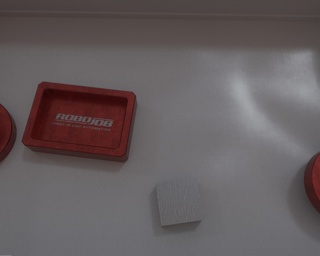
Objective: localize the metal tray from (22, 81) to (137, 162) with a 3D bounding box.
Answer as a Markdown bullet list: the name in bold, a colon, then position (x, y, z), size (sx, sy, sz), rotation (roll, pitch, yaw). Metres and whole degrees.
- **metal tray**: position (-0.102, -0.008, 0.408), size (0.131, 0.030, 0.090), rotation (7, 70, 2)

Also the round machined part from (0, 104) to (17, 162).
- **round machined part**: position (-0.239, 0.003, 0.390), size (0.099, 0.042, 0.098), rotation (3, 70, -8)

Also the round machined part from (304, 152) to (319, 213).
- **round machined part**: position (0.225, 0.071, 0.378), size (0.099, 0.042, 0.098), rotation (0, 70, -1)

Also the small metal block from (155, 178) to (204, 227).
- **small metal block**: position (0.023, 0.091, 0.377), size (0.050, 0.025, 0.050), rotation (-7, 70, -3)
